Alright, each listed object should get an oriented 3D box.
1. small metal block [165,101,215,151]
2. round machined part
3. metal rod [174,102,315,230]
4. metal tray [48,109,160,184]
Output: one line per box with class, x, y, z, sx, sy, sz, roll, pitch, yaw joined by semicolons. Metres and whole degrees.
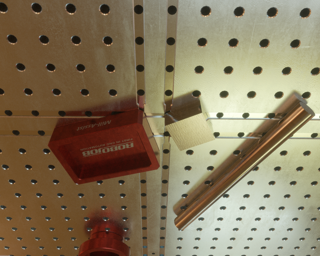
small metal block;0.040;-0.002;0.411;0.050;0.025;0.050;-20;128;15
round machined part;-0.107;0.238;0.602;0.099;0.042;0.097;-1;130;0
metal rod;0.112;0.074;0.476;0.025;0.025;0.298;24;126;-19
metal tray;-0.074;0.029;0.432;0.131;0.030;0.090;-12;129;9
